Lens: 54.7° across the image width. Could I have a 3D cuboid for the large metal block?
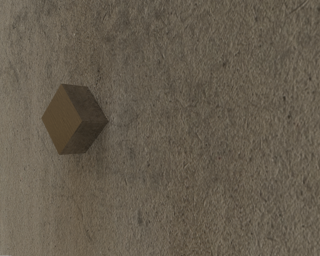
[{"bbox_3d":[-0.140,-0.014,0.505,0.080,0.050,0.080,-49,61,28],"label":"large metal block"}]
